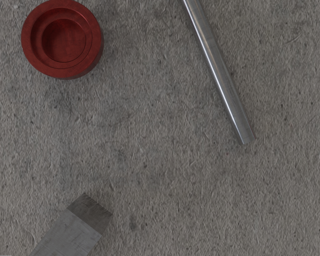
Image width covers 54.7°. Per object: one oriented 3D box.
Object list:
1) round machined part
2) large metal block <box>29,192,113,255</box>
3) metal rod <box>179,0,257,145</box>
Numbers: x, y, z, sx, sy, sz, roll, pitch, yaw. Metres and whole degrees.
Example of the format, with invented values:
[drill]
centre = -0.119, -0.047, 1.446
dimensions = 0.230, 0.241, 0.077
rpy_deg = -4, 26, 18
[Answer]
[round machined part]
centre = -0.122, -0.110, 0.400
dimensions = 0.099, 0.042, 0.097
rpy_deg = 0, 90, 0
[large metal block]
centre = -0.108, 0.135, 0.382
dimensions = 0.050, 0.080, 0.080
rpy_deg = 38, 90, 0
[metal rod]
centre = 0.059, -0.120, 0.410
dimensions = 0.025, 0.025, 0.299
rpy_deg = -23, 90, 0
